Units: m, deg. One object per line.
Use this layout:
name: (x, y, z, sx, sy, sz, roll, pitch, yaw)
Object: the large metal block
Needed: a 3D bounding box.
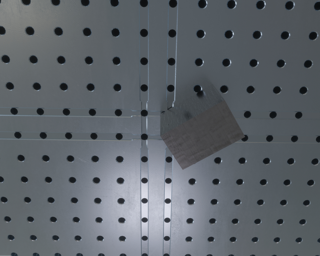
large metal block: (0.048, -0.004, 0.383, 0.080, 0.080, 0.050, -30, 108, 10)
